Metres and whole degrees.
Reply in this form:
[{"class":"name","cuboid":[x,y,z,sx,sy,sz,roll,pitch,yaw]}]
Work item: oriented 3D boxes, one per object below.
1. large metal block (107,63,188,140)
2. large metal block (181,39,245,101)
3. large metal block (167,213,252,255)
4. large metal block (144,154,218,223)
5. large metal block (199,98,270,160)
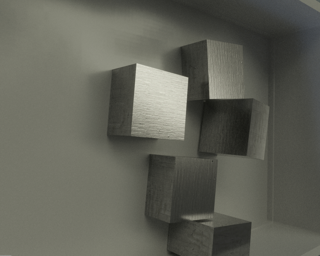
[{"class":"large metal block","cuboid":[-0.014,-0.028,0.380,0.081,0.050,0.080,7,86,-40]},{"class":"large metal block","cuboid":[0.079,-0.082,0.459,0.081,0.050,0.079,-5,93,-40]},{"class":"large metal block","cuboid":[0.068,0.150,0.431,0.081,0.080,0.050,8,85,-40]},{"class":"large metal block","cuboid":[0.030,0.079,0.418,0.081,0.050,0.080,8,85,-40]},{"class":"large metal block","cuboid":[0.111,0.002,0.464,0.050,0.080,0.080,15,81,-45]}]
